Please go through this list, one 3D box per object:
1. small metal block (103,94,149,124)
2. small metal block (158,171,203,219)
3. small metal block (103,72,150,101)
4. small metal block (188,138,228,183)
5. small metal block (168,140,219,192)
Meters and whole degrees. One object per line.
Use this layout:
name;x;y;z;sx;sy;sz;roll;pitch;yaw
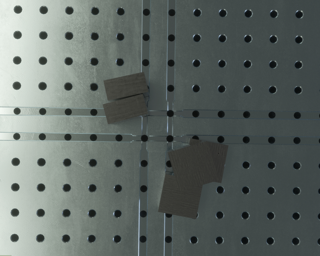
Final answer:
small metal block;-0.042;-0.023;0.401;0.050;0.050;0.025;-15;90;0
small metal block;0.027;0.089;0.414;0.050;0.025;0.050;11;90;0
small metal block;-0.041;-0.051;0.401;0.050;0.050;0.025;-12;90;0
small metal block;0.059;0.042;0.414;0.050;0.025;0.050;11;90;0
small metal block;0.041;0.046;0.389;0.050;0.025;0.050;-16;90;0
